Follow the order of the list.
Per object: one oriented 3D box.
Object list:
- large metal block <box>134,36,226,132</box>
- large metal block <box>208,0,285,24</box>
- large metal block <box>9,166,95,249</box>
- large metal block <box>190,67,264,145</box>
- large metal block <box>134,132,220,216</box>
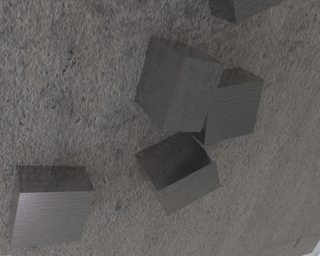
[{"bbox_3d":[0.018,-0.050,0.350,0.050,0.080,0.079,3,117,-30],"label":"large metal block"},{"bbox_3d":[0.096,-0.172,0.336,0.080,0.050,0.080,-28,128,-10],"label":"large metal block"},{"bbox_3d":[-0.133,0.093,0.375,0.081,0.050,0.079,5,116,-31],"label":"large metal block"},{"bbox_3d":[0.084,-0.031,0.417,0.081,0.050,0.079,-12,124,-22],"label":"large metal block"},{"bbox_3d":[0.022,0.058,0.419,0.080,0.080,0.050,-26,128,-12],"label":"large metal block"}]
